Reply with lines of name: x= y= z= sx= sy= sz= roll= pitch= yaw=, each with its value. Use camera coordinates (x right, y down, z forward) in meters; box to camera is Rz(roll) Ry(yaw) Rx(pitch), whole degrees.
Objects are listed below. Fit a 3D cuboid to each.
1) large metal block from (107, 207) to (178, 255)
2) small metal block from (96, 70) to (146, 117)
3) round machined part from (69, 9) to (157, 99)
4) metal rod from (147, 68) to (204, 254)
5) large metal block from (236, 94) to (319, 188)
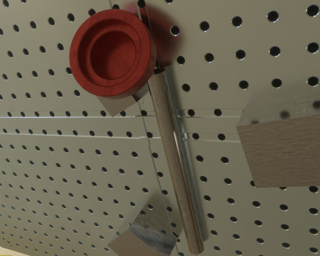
large metal block: x=-0.030 y=0.196 z=0.532 sx=0.080 sy=0.050 sz=0.080 roll=42 pitch=129 yaw=-1
small metal block: x=-0.056 y=-0.049 z=0.411 sx=0.050 sy=0.025 sz=0.050 roll=-28 pitch=104 yaw=37
round machined part: x=-0.050 y=-0.081 z=0.357 sx=0.098 sy=0.042 sz=0.097 roll=-1 pitch=86 yaw=17
metal rod: x=0.027 y=0.063 z=0.436 sx=0.025 sy=0.025 sz=0.298 roll=1 pitch=119 yaw=28
large metal block: x=0.137 y=0.016 z=0.332 sx=0.080 sy=0.050 sz=0.080 roll=-9 pitch=114 yaw=32
